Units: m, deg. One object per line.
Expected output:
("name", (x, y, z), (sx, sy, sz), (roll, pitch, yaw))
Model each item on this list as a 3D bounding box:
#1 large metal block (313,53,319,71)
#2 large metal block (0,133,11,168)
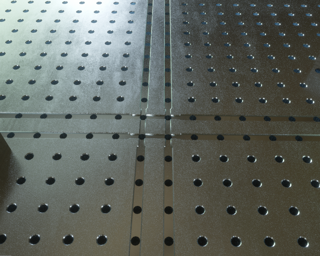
("large metal block", (0.309, -0.118, 0.495), (0.080, 0.050, 0.080), (33, 57, 24))
("large metal block", (-0.238, 0.037, 0.357), (0.080, 0.050, 0.080), (8, 50, 6))
